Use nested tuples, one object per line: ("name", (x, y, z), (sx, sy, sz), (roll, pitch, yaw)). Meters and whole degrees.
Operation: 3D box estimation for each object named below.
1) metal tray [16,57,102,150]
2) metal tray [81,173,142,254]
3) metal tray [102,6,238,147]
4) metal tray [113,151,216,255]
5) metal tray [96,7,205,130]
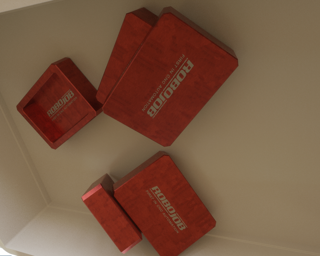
("metal tray", (-0.149, -0.032, 0.461), (0.130, 0.030, 0.090), (-33, 101, 38))
("metal tray", (-0.067, 0.117, 0.450), (0.030, 0.130, 0.090), (-36, 92, -6))
("metal tray", (0.008, -0.049, 0.336), (0.090, 0.030, 0.129), (30, 118, -15))
("metal tray", (0.007, 0.109, 0.433), (0.090, 0.030, 0.130), (-36, 102, -6))
("metal tray", (-0.017, -0.063, 0.374), (0.090, 0.030, 0.129), (35, 129, 5))
